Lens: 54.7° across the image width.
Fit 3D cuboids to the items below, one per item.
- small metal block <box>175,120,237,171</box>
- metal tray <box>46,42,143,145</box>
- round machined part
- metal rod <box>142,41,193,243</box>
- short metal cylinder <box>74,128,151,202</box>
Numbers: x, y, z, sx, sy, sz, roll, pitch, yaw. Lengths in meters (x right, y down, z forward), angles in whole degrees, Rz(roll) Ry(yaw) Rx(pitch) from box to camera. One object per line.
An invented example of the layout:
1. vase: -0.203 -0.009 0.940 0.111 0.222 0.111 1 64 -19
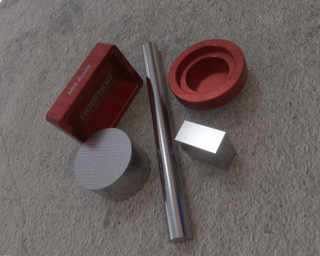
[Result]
1. small metal block: 0.052 0.020 0.345 0.050 0.050 0.025 18 71 34
2. metal tray: -0.085 -0.041 0.432 0.030 0.090 0.130 20 72 35
3. round machined part: 0.063 -0.063 0.399 0.098 0.042 0.098 -13 56 20
4. metal rod: 0.003 -0.005 0.407 0.025 0.025 0.299 -20 54 16
5. short metal cylinder: -0.059 0.047 0.390 0.080 0.050 0.080 -13 56 20
